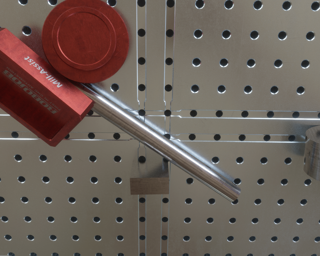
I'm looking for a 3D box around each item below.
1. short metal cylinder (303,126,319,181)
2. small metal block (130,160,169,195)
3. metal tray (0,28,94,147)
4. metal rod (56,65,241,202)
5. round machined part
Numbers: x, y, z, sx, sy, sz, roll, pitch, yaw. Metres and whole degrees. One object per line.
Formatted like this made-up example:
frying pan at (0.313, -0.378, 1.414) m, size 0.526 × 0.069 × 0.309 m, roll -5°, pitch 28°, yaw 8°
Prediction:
short metal cylinder at (0.230, 0.033, 0.400) m, size 0.081 × 0.080 × 0.050 m, roll -5°, pitch 110°, yaw 1°
small metal block at (-0.013, 0.067, 0.425) m, size 0.050 × 0.050 × 0.025 m, roll -1°, pitch 110°, yaw 0°
metal tray at (-0.155, -0.042, 0.371) m, size 0.130 × 0.030 × 0.090 m, roll 41°, pitch 134°, yaw -14°
metal rod at (-0.013, 0.013, 0.418) m, size 0.301 × 0.025 × 0.025 m, roll 34°, pitch 106°, yaw -12°
round machined part at (-0.085, -0.100, 0.355) m, size 0.099 × 0.042 × 0.097 m, roll -1°, pitch 100°, yaw -9°
